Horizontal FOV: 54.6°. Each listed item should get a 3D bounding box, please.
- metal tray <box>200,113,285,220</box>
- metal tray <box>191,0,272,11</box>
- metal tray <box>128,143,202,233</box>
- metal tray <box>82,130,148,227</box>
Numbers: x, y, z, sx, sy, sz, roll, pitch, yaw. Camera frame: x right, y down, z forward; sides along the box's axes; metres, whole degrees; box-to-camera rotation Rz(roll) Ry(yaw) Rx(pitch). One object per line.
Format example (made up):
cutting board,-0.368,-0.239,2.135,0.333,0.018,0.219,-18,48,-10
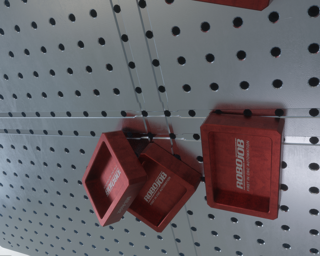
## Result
metal tray,0.102,0.048,0.383,0.090,0.030,0.129,5,121,25
metal tray,0.045,-0.165,0.282,0.130,0.030,0.089,17,125,18
metal tray,-0.006,0.094,0.469,0.090,0.030,0.129,34,129,6
metal tray,-0.073,0.077,0.466,0.090,0.030,0.129,57,136,28
